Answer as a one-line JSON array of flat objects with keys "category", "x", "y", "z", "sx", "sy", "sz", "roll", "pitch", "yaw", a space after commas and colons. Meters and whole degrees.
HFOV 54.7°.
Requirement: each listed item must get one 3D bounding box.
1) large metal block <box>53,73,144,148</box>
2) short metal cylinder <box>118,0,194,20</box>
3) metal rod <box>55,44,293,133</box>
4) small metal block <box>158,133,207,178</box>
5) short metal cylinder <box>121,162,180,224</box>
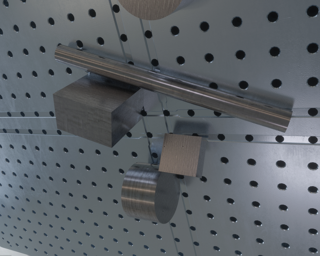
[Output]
[{"category": "large metal block", "x": -0.075, "y": -0.027, "z": 0.398, "sx": 0.080, "sy": 0.080, "sz": 0.050, "roll": 18, "pitch": 125, "yaw": 18}, {"category": "short metal cylinder", "x": -0.002, "y": -0.152, "z": 0.302, "sx": 0.080, "sy": 0.050, "sz": 0.079, "roll": 13, "pitch": 124, "yaw": 21}, {"category": "metal rod", "x": 0.002, "y": -0.054, "z": 0.376, "sx": 0.301, "sy": 0.025, "sz": 0.025, "roll": 19, "pitch": 126, "yaw": 16}, {"category": "small metal block", "x": 0.030, "y": 0.036, "z": 0.400, "sx": 0.050, "sy": 0.025, "sz": 0.050, "roll": 5, "pitch": 80, "yaw": 25}, {"category": "short metal cylinder", "x": -0.011, "y": 0.090, "z": 0.437, "sx": 0.050, "sy": 0.080, "sz": 0.079, "roll": 2, "pitch": 120, "yaw": 27}]
